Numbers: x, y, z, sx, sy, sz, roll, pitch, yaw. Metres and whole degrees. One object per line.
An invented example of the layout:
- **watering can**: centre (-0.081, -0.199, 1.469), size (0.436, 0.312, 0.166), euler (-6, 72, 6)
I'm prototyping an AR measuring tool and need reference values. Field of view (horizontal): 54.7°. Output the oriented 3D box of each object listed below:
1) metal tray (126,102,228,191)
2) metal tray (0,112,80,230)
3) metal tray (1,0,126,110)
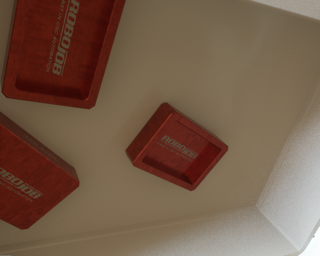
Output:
- **metal tray**: centre (0.028, 0.032, 0.442), size (0.131, 0.030, 0.090), euler (31, 101, -38)
- **metal tray**: centre (-0.167, 0.052, 0.347), size (0.090, 0.030, 0.130), euler (-40, 130, -1)
- **metal tray**: centre (-0.094, -0.087, 0.300), size (0.091, 0.030, 0.129), euler (7, 115, -32)
